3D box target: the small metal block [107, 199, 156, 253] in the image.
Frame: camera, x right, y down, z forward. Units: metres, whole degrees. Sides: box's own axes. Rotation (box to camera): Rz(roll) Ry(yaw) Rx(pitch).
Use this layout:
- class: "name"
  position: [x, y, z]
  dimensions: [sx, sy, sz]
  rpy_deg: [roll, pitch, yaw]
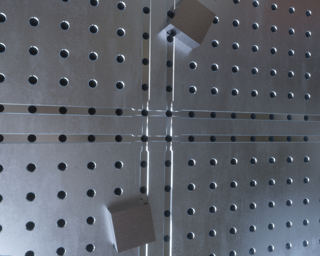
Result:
- class: "small metal block"
  position: [-0.037, 0.125, 0.399]
  dimensions: [0.050, 0.025, 0.050]
  rpy_deg: [-11, 94, -20]

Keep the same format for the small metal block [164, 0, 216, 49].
- class: "small metal block"
  position: [0.041, -0.146, 0.427]
  dimensions: [0.050, 0.025, 0.050]
  rpy_deg: [30, 80, -18]
